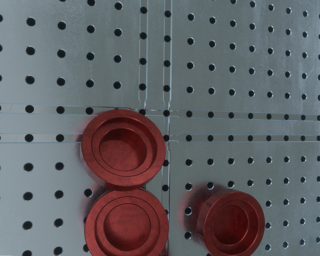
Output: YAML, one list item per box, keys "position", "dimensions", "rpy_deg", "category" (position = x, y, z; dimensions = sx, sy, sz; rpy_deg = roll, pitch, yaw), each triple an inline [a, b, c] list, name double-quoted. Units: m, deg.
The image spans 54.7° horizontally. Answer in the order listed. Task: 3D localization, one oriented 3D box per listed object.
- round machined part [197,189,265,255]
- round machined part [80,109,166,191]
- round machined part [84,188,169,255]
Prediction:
- position: [0.096, 0.135, 0.441]
  dimensions: [0.099, 0.042, 0.097]
  rpy_deg: [0, 90, -21]
  category: "round machined part"
- position: [-0.046, 0.029, 0.374]
  dimensions: [0.099, 0.042, 0.098]
  rpy_deg: [9, 60, -15]
  category: "round machined part"
- position: [-0.040, 0.120, 0.382]
  dimensions: [0.099, 0.042, 0.097]
  rpy_deg: [0, 86, -7]
  category: "round machined part"
